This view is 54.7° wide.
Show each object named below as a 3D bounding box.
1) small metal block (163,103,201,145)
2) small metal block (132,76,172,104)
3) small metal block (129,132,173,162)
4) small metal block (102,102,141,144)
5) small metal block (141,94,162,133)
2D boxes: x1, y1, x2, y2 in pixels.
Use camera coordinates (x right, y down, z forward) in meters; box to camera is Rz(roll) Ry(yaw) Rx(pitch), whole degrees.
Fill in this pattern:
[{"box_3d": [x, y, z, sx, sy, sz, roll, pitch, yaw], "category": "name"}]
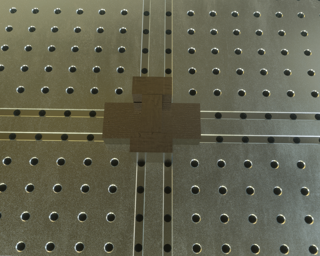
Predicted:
[{"box_3d": [0.028, -0.005, 0.414, 0.050, 0.025, 0.050, 1, 70, 0], "category": "small metal block"}, {"box_3d": [-0.010, -0.046, 0.415, 0.050, 0.050, 0.025, 1, 70, 0], "category": "small metal block"}, {"box_3d": [-0.010, 0.025, 0.389, 0.050, 0.050, 0.025, 1, 70, 0], "category": "small metal block"}, {"box_3d": [-0.048, -0.006, 0.413, 0.050, 0.025, 0.050, 1, 70, 0], "category": "small metal block"}, {"box_3d": [-0.010, -0.010, 0.401, 0.025, 0.050, 0.050, 1, 70, 0], "category": "small metal block"}]
